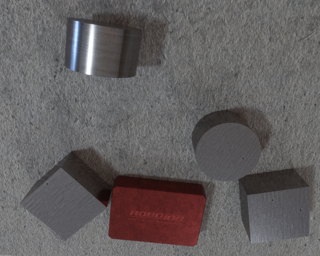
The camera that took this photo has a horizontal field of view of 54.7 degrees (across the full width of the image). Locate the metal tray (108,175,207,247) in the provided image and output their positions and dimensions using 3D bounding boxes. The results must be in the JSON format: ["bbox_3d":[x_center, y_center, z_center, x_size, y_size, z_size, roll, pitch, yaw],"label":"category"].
[{"bbox_3d":[-0.005,0.122,0.452,0.131,0.030,0.089,7,110,-3],"label":"metal tray"}]

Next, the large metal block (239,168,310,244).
[{"bbox_3d":[0.160,0.110,0.438,0.080,0.050,0.079,-9,110,3],"label":"large metal block"}]

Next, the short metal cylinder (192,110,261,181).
[{"bbox_3d":[0.084,0.022,0.406,0.081,0.050,0.079,0,110,0],"label":"short metal cylinder"}]

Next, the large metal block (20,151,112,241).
[{"bbox_3d":[-0.127,0.093,0.430,0.080,0.050,0.080,-40,106,13],"label":"large metal block"}]

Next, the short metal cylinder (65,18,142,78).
[{"bbox_3d":[-0.063,-0.090,0.347,0.081,0.080,0.050,9,110,-4],"label":"short metal cylinder"}]
